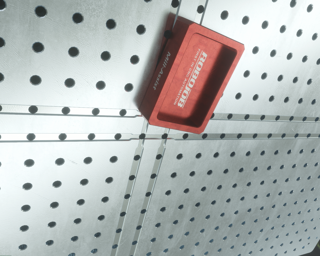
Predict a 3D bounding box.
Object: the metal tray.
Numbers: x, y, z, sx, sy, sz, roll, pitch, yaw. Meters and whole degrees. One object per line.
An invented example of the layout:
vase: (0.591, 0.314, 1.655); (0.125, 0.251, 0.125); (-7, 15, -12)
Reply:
metal tray: (0.039, -0.060, 0.391); (0.091, 0.030, 0.129); (11, 113, -33)
